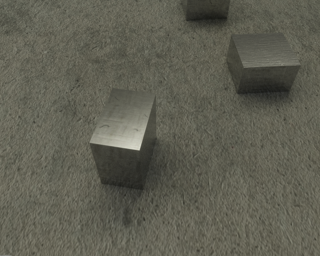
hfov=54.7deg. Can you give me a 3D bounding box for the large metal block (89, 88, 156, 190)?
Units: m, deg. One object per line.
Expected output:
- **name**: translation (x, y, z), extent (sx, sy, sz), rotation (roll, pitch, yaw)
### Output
- **large metal block**: translation (-0.037, 0.013, 0.356), extent (0.050, 0.080, 0.080), rotation (8, 51, 7)

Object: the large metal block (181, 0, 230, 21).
- **large metal block**: translation (0.086, -0.255, 0.601), extent (0.081, 0.050, 0.080), rotation (-4, 50, -4)

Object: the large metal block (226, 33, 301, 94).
- **large metal block**: translation (0.153, -0.100, 0.472), extent (0.081, 0.050, 0.080), rotation (-3, 50, -3)
